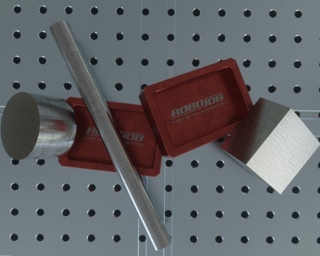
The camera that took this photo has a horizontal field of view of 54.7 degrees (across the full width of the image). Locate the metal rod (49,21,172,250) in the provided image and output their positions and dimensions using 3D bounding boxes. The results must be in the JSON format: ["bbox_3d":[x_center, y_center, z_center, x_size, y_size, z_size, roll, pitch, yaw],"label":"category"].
[{"bbox_3d":[-0.061,0.009,0.383,0.025,0.025,0.299,-25,90,0],"label":"metal rod"}]

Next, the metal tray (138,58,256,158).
[{"bbox_3d":[0.050,-0.026,0.392,0.131,0.030,0.090,-21,90,-17],"label":"metal tray"}]

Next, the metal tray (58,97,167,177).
[{"bbox_3d":[-0.060,0.011,0.410,0.131,0.030,0.089,7,90,0],"label":"metal tray"}]

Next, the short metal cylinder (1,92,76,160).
[{"bbox_3d":[-0.150,-0.001,0.381,0.080,0.050,0.080,-3,85,34],"label":"short metal cylinder"}]

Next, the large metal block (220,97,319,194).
[{"bbox_3d":[0.137,0.022,0.384,0.080,0.050,0.080,38,90,-31],"label":"large metal block"}]
